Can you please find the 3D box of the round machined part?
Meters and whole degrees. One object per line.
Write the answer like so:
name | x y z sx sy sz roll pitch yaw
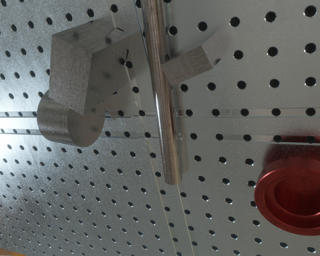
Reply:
round machined part | 0.163 0.074 0.360 0.098 0.042 0.097 13 124 20

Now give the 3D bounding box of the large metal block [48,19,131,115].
large metal block | -0.084 -0.075 0.372 0.050 0.080 0.079 27 128 11

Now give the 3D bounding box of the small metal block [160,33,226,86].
small metal block | 0.036 -0.073 0.330 0.050 0.050 0.025 -19 108 35

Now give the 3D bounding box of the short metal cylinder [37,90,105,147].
short metal cylinder | -0.120 -0.017 0.427 0.050 0.080 0.079 8 122 24

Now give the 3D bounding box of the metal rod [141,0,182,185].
metal rod | 0.002 -0.056 0.374 0.025 0.025 0.298 7 122 24
